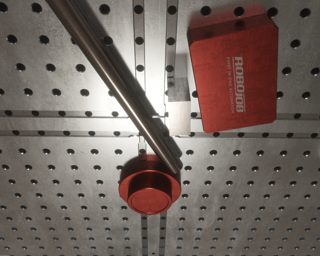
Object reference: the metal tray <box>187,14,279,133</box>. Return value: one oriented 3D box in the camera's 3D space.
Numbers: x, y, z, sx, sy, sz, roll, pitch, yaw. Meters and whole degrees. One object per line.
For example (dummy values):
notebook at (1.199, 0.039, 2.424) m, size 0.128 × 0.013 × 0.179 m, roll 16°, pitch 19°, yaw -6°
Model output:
metal tray at (0.087, -0.057, 0.362) m, size 0.090 × 0.030 × 0.129 m, roll -10°, pitch 130°, yaw 8°

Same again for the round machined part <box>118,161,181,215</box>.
round machined part at (-0.016, 0.100, 0.486) m, size 0.099 × 0.042 × 0.097 m, roll -1°, pitch 130°, yaw 0°

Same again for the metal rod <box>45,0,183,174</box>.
metal rod at (-0.044, -0.043, 0.374) m, size 0.025 × 0.025 × 0.299 m, roll -21°, pitch 128°, yaw 16°

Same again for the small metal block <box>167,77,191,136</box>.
small metal block at (0.023, -0.026, 0.373) m, size 0.025 × 0.050 × 0.050 m, roll -3°, pitch 130°, yaw 2°
